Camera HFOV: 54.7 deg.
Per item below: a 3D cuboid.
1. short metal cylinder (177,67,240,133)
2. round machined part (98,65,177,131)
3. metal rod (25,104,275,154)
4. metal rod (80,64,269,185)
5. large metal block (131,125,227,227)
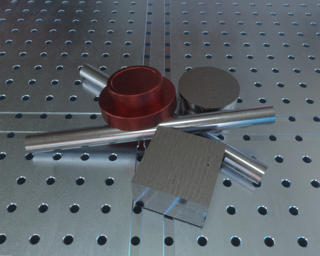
[{"bbox_3d":[0.064,-0.039,0.424,0.081,0.050,0.080,0,50,0],"label":"short metal cylinder"},{"bbox_3d":[-0.029,-0.044,0.389,0.099,0.042,0.098,-4,41,4],"label":"round machined part"},{"bbox_3d":[-0.014,0.002,0.382,0.302,0.025,0.025,-7,50,3],"label":"metal rod"},{"bbox_3d":[0.003,-0.016,0.421,0.300,0.025,0.025,31,57,23],"label":"metal rod"},{"bbox_3d":[0.022,0.052,0.345,0.080,0.050,0.080,16,52,12],"label":"large metal block"}]
